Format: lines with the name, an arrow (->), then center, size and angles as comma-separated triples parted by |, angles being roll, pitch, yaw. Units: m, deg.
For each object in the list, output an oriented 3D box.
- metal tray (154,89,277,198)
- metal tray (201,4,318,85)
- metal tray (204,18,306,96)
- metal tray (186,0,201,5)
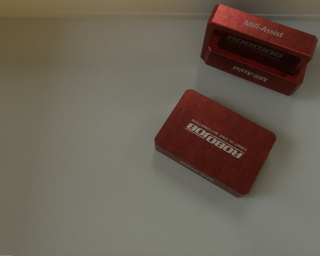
metal tray -> 0.070, 0.018, 0.401 | 0.130, 0.030, 0.090 | 30, 73, 10
metal tray -> 0.124, -0.105, 0.413 | 0.130, 0.090, 0.030 | 22, 74, 8
metal tray -> 0.139, -0.109, 0.437 | 0.130, 0.030, 0.090 | 23, 62, 6
metal tray -> 0.030, -0.267, 0.472 | 0.030, 0.090, 0.130 | -19, 69, 19
